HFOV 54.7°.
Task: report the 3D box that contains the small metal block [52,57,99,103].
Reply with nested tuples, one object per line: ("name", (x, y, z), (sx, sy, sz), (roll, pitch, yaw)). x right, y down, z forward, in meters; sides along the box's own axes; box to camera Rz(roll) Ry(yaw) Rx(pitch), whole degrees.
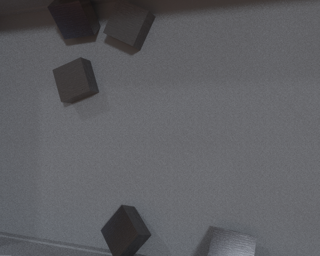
("small metal block", (-0.123, -0.068, 0.452), (0.050, 0.025, 0.050), (-19, 84, 18))

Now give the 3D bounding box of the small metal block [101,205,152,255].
("small metal block", (-0.046, 0.141, 0.415), (0.050, 0.025, 0.050), (-51, 49, 12))

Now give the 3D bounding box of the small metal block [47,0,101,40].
("small metal block", (-0.120, -0.157, 0.436), (0.050, 0.050, 0.025), (-2, 45, 19))

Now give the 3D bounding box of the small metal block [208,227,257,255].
("small metal block", (0.084, 0.151, 0.365), (0.050, 0.050, 0.025), (8, 135, 19))

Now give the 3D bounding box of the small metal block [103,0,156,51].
("small metal block", (-0.042, -0.142, 0.424), (0.050, 0.025, 0.050), (28, 99, 17))
